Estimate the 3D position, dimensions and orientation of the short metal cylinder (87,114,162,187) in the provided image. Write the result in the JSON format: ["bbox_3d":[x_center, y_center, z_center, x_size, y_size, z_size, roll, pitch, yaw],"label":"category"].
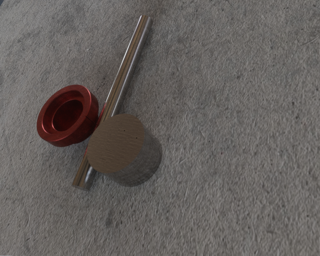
[{"bbox_3d":[-0.044,0.029,0.394,0.080,0.050,0.080,-13,56,21],"label":"short metal cylinder"}]

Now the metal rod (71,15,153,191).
[{"bbox_3d":[-0.065,-0.052,0.469,0.025,0.025,0.300,3,63,30],"label":"metal rod"}]

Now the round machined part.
[{"bbox_3d":[-0.134,-0.014,0.472,0.098,0.042,0.098,-13,56,21],"label":"round machined part"}]
